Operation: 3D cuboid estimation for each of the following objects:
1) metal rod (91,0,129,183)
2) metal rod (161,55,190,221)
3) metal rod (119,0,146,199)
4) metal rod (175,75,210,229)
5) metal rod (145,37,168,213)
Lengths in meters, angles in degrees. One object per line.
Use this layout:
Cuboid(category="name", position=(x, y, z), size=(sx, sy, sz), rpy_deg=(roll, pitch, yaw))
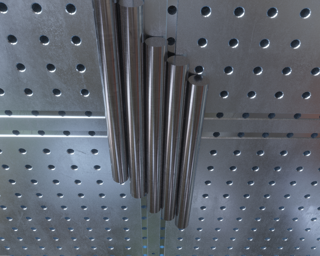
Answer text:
Cuboid(category="metal rod", position=(-0.057, -0.039, 0.377), size=(0.025, 0.025, 0.298), rpy_deg=(1, 130, -1))
Cuboid(category="metal rod", position=(0.017, 0.038, 0.443), size=(0.025, 0.025, 0.298), rpy_deg=(1, 130, -1))
Cuboid(category="metal rod", position=(-0.032, -0.010, 0.401), size=(0.025, 0.025, 0.298), rpy_deg=(1, 130, -1))
Cuboid(category="metal rod", position=(0.042, 0.057, 0.460), size=(0.025, 0.025, 0.298), rpy_deg=(1, 130, -1))
Cuboid(category="metal rod", position=(-0.007, 0.021, 0.428), size=(0.025, 0.025, 0.298), rpy_deg=(1, 130, -1))
